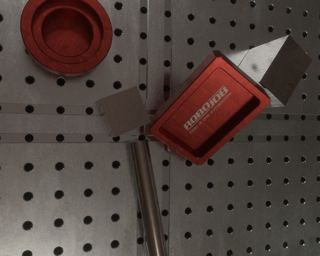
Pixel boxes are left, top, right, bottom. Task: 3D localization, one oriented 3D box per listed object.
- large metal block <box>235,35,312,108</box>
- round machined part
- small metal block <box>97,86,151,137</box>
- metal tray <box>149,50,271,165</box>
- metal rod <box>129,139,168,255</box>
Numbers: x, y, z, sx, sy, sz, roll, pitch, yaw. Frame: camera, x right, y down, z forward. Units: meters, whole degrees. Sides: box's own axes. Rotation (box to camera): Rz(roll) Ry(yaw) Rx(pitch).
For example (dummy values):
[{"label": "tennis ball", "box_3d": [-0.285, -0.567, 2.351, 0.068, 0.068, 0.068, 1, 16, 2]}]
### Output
[{"label": "large metal block", "box_3d": [0.151, -0.075, 0.440, 0.050, 0.080, 0.080, 39, 76, -17]}, {"label": "round machined part", "box_3d": [-0.109, -0.109, 0.364, 0.099, 0.042, 0.097, 0, 90, -20]}, {"label": "small metal block", "box_3d": [-0.047, -0.021, 0.396, 0.050, 0.025, 0.050, -24, 98, -19]}, {"label": "metal tray", "box_3d": [0.060, -0.021, 0.395, 0.090, 0.030, 0.129, 36, 115, -17]}, {"label": "metal rod", "box_3d": [-0.004, 0.163, 0.412, 0.025, 0.025, 0.298, -11, 94, -20]}]
